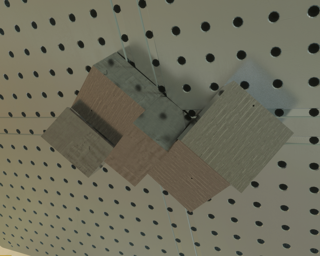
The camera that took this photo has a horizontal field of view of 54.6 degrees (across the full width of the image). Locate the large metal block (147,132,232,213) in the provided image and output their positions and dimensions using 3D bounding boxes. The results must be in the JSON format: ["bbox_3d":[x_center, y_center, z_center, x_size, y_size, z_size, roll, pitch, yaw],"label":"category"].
[{"bbox_3d":[0.042,0.050,0.404,0.080,0.050,0.080,43,129,1],"label":"large metal block"}]

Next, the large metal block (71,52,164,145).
[{"bbox_3d":[-0.056,-0.036,0.403,0.080,0.050,0.080,41,131,-1],"label":"large metal block"}]

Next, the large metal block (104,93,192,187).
[{"bbox_3d":[-0.014,0.014,0.392,0.050,0.080,0.080,40,129,-1],"label":"large metal block"}]

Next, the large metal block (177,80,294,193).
[{"bbox_3d":[0.077,0.009,0.333,0.080,0.050,0.080,41,89,-1],"label":"large metal block"}]

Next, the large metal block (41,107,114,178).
[{"bbox_3d":[-0.104,0.018,0.433,0.080,0.080,0.050,41,91,-1],"label":"large metal block"}]
